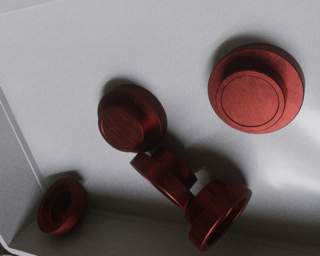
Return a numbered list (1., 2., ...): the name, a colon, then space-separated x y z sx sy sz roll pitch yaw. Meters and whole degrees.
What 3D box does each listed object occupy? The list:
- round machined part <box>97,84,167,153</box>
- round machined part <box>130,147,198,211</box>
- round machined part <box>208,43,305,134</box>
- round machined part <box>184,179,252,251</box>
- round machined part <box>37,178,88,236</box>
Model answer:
1. round machined part: -0.043 -0.006 0.417 0.098 0.042 0.097 13 124 21
2. round machined part: 0.011 0.063 0.410 0.098 0.042 0.098 39 169 10
3. round machined part: 0.097 -0.035 0.325 0.098 0.042 0.097 13 124 21
4. round machined part: 0.069 0.105 0.394 0.042 0.099 0.097 38 132 29
5. round machined part: -0.167 0.141 0.548 0.098 0.098 0.042 -14 144 34
